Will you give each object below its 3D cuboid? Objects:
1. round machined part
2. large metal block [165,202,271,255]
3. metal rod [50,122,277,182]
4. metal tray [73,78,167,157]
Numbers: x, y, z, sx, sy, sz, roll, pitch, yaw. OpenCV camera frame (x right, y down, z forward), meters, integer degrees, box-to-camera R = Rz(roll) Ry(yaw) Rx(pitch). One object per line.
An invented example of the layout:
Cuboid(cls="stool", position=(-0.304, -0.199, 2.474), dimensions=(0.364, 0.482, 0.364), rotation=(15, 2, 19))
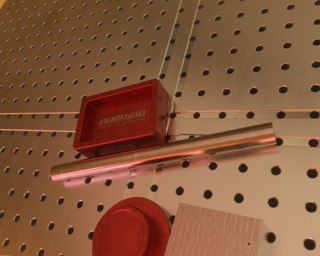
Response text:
Cuboid(cls="round machined part", position=(-0.034, 0.123, 0.340), dimensions=(0.098, 0.042, 0.098), rotation=(-13, 56, 21))
Cuboid(cls="large metal block", position=(0.052, 0.123, 0.289), dimensions=(0.080, 0.050, 0.080), rotation=(5, 64, 30))
Cuboid(cls="metal rod", position=(-0.012, 0.035, 0.392), dimensions=(0.301, 0.025, 0.025), rotation=(-12, 57, 21))
Cuboid(cls="metal tray", position=(-0.056, -0.013, 0.442), dimensions=(0.130, 0.030, 0.090), rotation=(-11, 57, 21))
